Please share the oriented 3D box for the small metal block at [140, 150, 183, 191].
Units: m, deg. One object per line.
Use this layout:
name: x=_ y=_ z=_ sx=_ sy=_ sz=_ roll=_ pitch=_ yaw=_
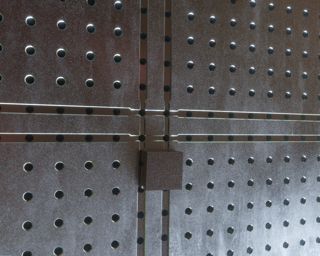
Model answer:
small metal block: x=0.002 y=0.056 z=0.415 sx=0.050 sy=0.025 sz=0.050 roll=2 pitch=89 yaw=-21
